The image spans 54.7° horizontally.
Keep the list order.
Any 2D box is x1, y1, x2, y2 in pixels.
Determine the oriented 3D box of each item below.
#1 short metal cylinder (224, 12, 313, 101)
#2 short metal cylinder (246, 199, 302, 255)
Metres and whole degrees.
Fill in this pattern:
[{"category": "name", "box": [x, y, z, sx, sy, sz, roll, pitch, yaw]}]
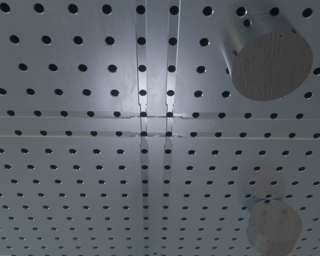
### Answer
[{"category": "short metal cylinder", "box": [0.113, -0.076, 0.332, 0.081, 0.050, 0.079, 0, 130, 0]}, {"category": "short metal cylinder", "box": [0.190, 0.168, 0.520, 0.080, 0.080, 0.050, -2, 130, 1]}]
